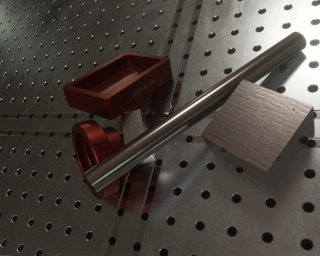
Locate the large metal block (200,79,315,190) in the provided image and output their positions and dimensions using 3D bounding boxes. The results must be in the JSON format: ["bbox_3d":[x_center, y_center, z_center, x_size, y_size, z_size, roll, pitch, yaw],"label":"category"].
[{"bbox_3d":[0.105,0.005,0.333,0.080,0.050,0.080,31,79,37],"label":"large metal block"}]

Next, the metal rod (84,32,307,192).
[{"bbox_3d":[0.050,-0.026,0.354,0.301,0.025,0.025,-34,50,-12],"label":"metal rod"}]

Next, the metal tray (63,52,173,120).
[{"bbox_3d":[-0.056,-0.065,0.433,0.090,0.030,0.131,17,42,35],"label":"metal tray"}]

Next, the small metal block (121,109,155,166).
[{"bbox_3d":[-0.028,0.013,0.395,0.025,0.050,0.050,-15,55,5],"label":"small metal block"}]

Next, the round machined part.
[{"bbox_3d":[-0.072,0.036,0.388,0.042,0.097,0.098,-19,45,-28],"label":"round machined part"}]
